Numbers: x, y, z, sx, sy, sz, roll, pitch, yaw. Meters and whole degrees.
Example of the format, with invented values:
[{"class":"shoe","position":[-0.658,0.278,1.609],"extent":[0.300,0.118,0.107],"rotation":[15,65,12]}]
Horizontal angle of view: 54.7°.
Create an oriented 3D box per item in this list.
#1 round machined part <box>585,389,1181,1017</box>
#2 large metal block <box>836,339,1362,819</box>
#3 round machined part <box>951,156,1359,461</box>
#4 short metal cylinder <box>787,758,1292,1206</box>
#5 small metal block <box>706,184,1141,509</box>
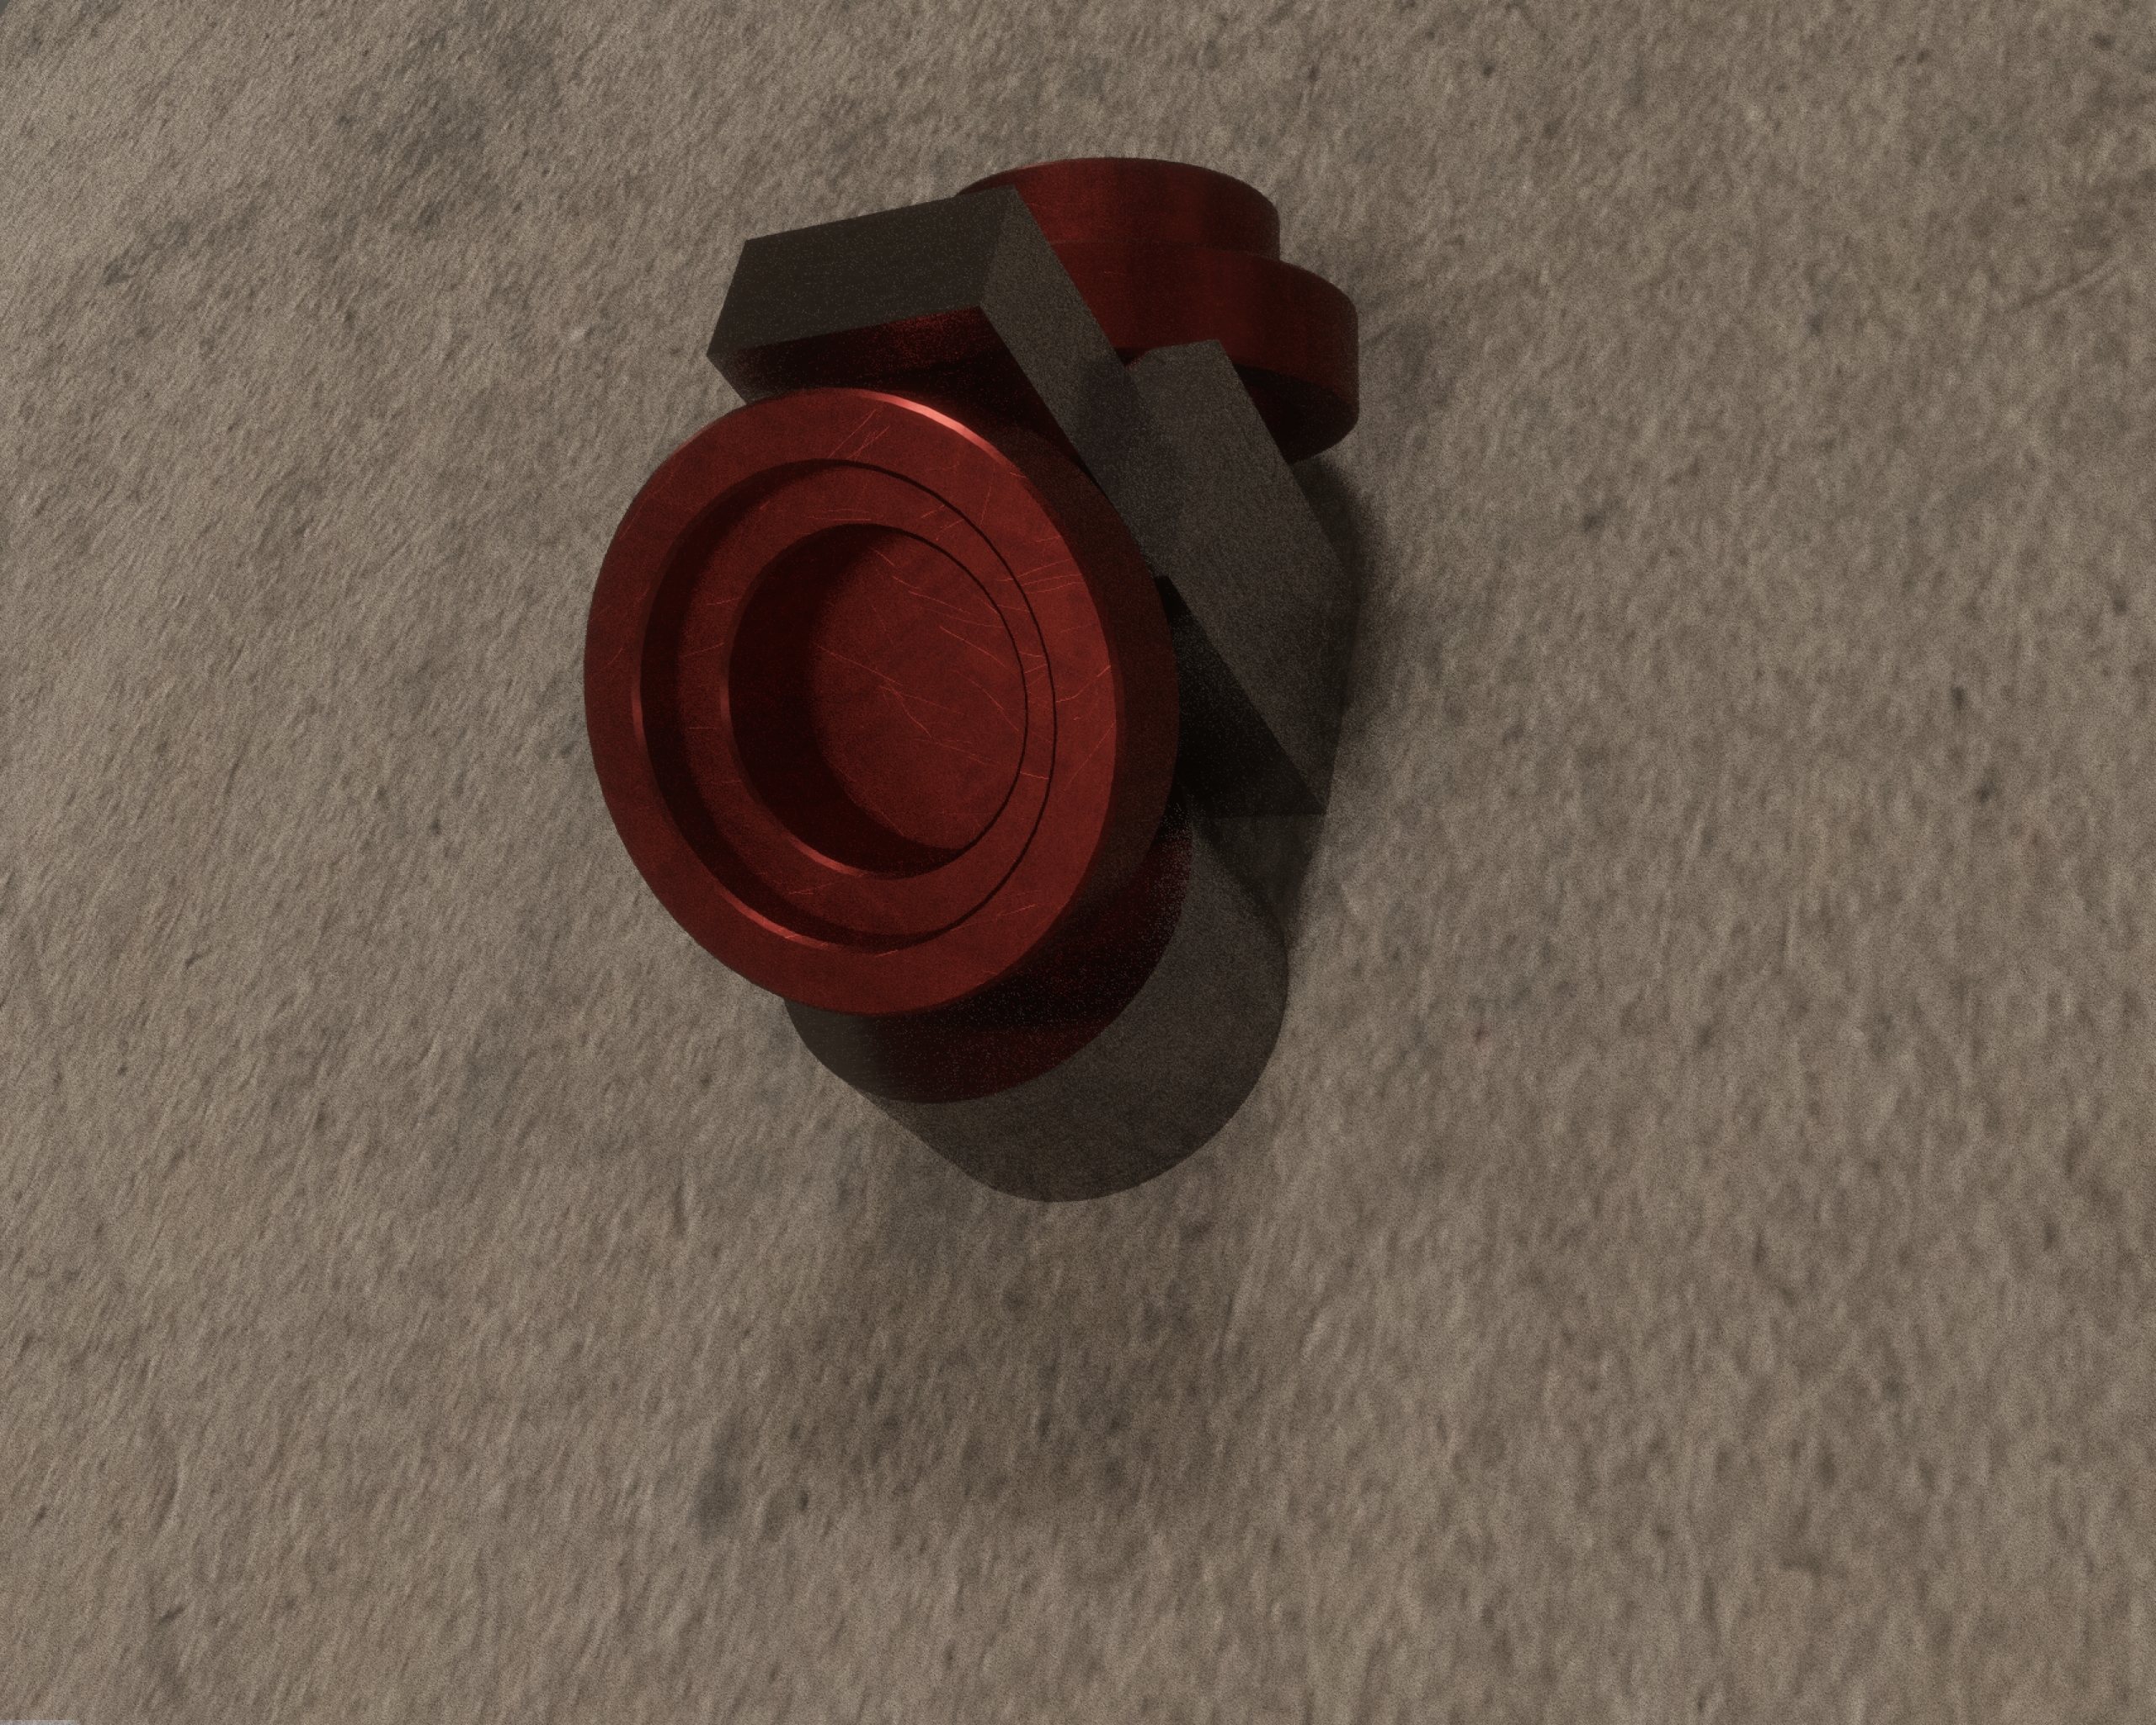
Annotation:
[{"class":"round machined part","position":[-0.028,-0.027,0.339],"extent":[0.098,0.042,0.097],"rotation":[6,103,26]},{"class":"large metal block","position":[0.000,-0.049,0.398],"extent":[0.080,0.080,0.050],"rotation":[-2,61,27]},{"class":"round machined part","position":[0.006,-0.107,0.415],"extent":[0.098,0.098,0.042],"rotation":[-2,86,27]},{"class":"short metal cylinder","position":[-0.007,0.017,0.383],"extent":[0.080,0.050,0.080],"rotation":[-13,56,20]},{"class":"small metal block","position":[-0.024,-0.081,0.347],"extent":[0.050,0.050,0.025],"rotation":[-3,60,27]}]
